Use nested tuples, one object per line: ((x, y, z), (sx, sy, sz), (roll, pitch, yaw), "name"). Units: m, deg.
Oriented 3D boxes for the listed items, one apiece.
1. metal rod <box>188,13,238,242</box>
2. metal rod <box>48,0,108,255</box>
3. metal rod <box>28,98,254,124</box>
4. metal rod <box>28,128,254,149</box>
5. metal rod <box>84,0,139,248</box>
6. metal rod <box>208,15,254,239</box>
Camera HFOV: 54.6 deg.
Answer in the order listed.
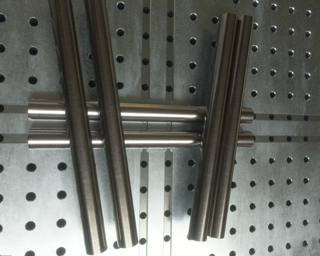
((0.071, -0.003, 0.413), (0.025, 0.025, 0.299), (10, 87, -20), "metal rod")
((-0.093, -0.006, 0.352), (0.025, 0.025, 0.298), (-9, 93, -20), "metal rod")
((-0.009, -0.020, 0.409), (0.302, 0.025, 0.025), (1, 90, -20), "metal rod")
((-0.009, 0.015, 0.410), (0.302, 0.025, 0.025), (1, 90, -20), "metal rod")
((-0.057, -0.009, 0.365), (0.025, 0.025, 0.298), (-8, 93, -20), "metal rod")
((0.096, -0.004, 0.422), (0.025, 0.025, 0.299), (10, 87, -20), "metal rod")
